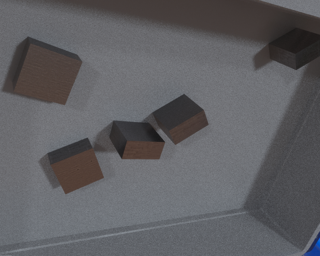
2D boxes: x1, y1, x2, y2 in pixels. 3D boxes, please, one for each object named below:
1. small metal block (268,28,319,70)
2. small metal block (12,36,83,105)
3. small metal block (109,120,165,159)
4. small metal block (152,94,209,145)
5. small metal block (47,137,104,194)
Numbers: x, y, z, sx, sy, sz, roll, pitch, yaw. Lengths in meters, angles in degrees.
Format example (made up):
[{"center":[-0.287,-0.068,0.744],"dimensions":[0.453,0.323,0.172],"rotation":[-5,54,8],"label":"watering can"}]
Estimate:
[{"center":[0.188,-0.110,0.427],"dimensions":[0.050,0.050,0.025],"rotation":[-30,129,-9],"label":"small metal block"},{"center":[-0.114,-0.056,0.312],"dimensions":[0.050,0.025,0.050],"rotation":[15,110,-35],"label":"small metal block"},{"center":[-0.029,0.015,0.385],"dimensions":[0.050,0.050,0.025],"rotation":[4,117,-30],"label":"small metal block"},{"center":[0.026,-0.012,0.399],"dimensions":[0.050,0.050,0.025],"rotation":[-31,129,-9],"label":"small metal block"},{"center":[-0.103,0.047,0.381],"dimensions":[0.050,0.025,0.050],"rotation":[-22,127,-15],"label":"small metal block"}]
